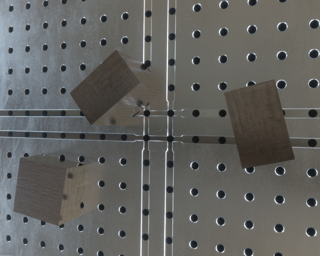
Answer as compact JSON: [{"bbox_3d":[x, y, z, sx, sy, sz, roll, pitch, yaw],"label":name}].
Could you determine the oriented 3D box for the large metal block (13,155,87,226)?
[{"bbox_3d":[-0.161,0.088,0.457,0.080,0.050,0.080,10,93,19],"label":"large metal block"}]

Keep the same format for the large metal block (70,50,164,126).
[{"bbox_3d":[-0.053,-0.047,0.403,0.080,0.080,0.050,-39,78,16],"label":"large metal block"}]

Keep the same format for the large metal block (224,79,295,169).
[{"bbox_3d":[0.111,-0.003,0.344,0.050,0.080,0.080,-14,85,20],"label":"large metal block"}]
